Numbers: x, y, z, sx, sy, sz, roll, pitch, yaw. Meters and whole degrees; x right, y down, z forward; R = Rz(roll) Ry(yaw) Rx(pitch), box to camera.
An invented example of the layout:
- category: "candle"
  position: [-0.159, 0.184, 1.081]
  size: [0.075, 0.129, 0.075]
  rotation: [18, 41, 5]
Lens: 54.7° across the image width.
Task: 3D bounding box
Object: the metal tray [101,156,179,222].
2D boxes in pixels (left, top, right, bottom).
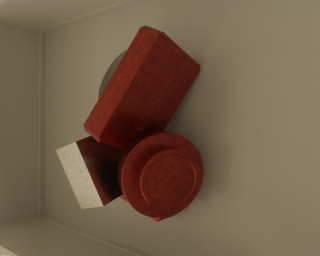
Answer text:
- category: "metal tray"
  position: [-0.028, 0.055, 0.422]
  size: [0.130, 0.030, 0.089]
  rotation: [22, 104, 37]

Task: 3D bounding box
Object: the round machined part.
- category: "round machined part"
  position: [0.005, 0.054, 0.347]
  size: [0.042, 0.099, 0.097]
  rotation: [-165, 79, -69]

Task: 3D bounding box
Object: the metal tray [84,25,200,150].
- category: "metal tray"
  position: [-0.017, -0.036, 0.354]
  size: [0.030, 0.090, 0.130]
  rotation: [34, 95, 38]

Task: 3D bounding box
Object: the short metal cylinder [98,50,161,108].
- category: "short metal cylinder"
  position: [-0.034, -0.053, 0.395]
  size: [0.080, 0.050, 0.080]
  rotation: [-30, 46, 37]

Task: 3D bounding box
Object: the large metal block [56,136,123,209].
- category: "large metal block"
  position: [-0.071, 0.046, 0.395]
  size: [0.050, 0.081, 0.080]
  rotation: [-20, 93, 44]
